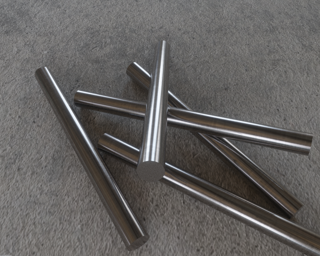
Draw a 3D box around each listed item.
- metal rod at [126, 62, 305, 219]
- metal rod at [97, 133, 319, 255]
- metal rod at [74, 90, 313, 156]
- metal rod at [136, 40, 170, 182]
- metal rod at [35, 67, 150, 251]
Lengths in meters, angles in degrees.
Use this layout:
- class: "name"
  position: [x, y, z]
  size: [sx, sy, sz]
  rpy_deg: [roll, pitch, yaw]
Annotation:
- class: "metal rod"
  position: [0.052, -0.001, 0.403]
  size: [0.025, 0.025, 0.300]
  rpy_deg: [-31, 57, -24]
- class: "metal rod"
  position: [0.060, 0.075, 0.340]
  size: [0.301, 0.025, 0.025]
  rpy_deg: [24, 54, 18]
- class: "metal rod"
  position: [0.024, -0.012, 0.386]
  size: [0.301, 0.025, 0.025]
  rpy_deg: [12, 51, 20]
- class: "metal rod"
  position: [-0.002, -0.048, 0.394]
  size: [0.025, 0.025, 0.300]
  rpy_deg: [2, 35, 2]
- class: "metal rod"
  position: [-0.099, 0.016, 0.388]
  size: [0.025, 0.025, 0.300]
  rpy_deg: [-25, 55, -20]
